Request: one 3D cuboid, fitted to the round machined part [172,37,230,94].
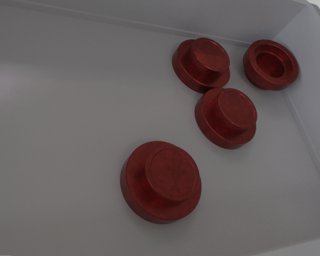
[{"bbox_3d":[0.072,-0.106,0.498,0.099,0.042,0.098,14,56,-21],"label":"round machined part"}]

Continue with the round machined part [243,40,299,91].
[{"bbox_3d":[0.193,-0.107,0.557,0.099,0.042,0.098,7,62,-13],"label":"round machined part"}]

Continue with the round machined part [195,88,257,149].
[{"bbox_3d":[0.105,-0.021,0.464,0.099,0.042,0.098,14,56,-21],"label":"round machined part"}]

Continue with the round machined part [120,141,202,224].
[{"bbox_3d":[0.007,0.058,0.363,0.099,0.042,0.098,14,56,-21],"label":"round machined part"}]
